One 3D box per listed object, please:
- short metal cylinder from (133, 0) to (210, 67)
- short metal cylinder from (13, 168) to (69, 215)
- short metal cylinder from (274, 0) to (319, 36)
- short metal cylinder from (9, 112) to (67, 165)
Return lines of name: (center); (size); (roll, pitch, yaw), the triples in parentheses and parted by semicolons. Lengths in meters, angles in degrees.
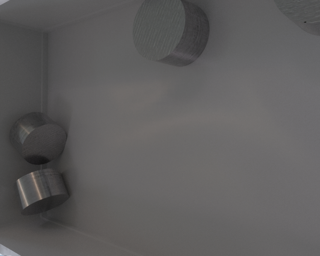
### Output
short metal cylinder: (0.013, -0.119, 0.380); (0.080, 0.050, 0.080); (0, 90, 40)
short metal cylinder: (-0.208, 0.112, 0.543); (0.080, 0.081, 0.050); (-41, 65, 32)
short metal cylinder: (0.146, -0.126, 0.270); (0.080, 0.050, 0.080); (0, 90, 40)
short metal cylinder: (-0.216, 0.018, 0.549); (0.050, 0.081, 0.079); (33, 110, 35)
